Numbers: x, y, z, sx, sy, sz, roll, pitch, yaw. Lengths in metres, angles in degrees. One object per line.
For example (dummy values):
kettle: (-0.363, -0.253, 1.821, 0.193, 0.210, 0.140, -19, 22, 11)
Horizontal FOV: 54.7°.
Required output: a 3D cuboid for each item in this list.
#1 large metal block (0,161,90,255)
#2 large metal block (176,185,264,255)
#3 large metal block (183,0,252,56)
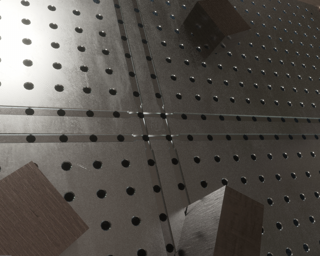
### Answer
large metal block: (-0.124, 0.090, 0.271, 0.080, 0.050, 0.080, 48, 51, 5)
large metal block: (0.062, 0.120, 0.335, 0.050, 0.080, 0.080, 29, 52, -11)
large metal block: (0.105, -0.187, 0.565, 0.081, 0.050, 0.080, -26, 76, -37)
